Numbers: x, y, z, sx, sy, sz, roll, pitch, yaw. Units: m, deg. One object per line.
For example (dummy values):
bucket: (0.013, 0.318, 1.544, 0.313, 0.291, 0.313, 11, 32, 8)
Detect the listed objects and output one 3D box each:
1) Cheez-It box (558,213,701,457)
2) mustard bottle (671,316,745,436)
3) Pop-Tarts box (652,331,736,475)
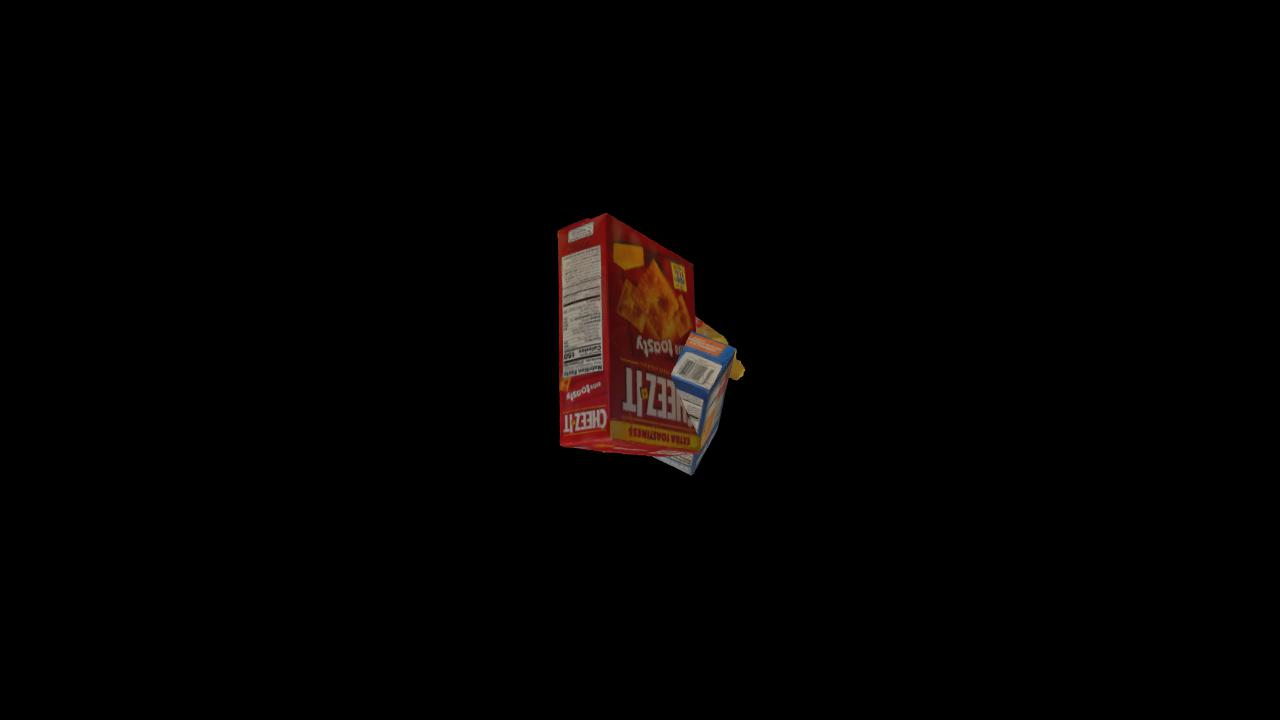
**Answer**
Cheez-It box: (-0.007, -0.016, 0.637, 0.071, 0.223, 0.166, -11, -17, 34)
mustard bottle: (0.052, -0.035, 0.762, 0.184, 0.054, 0.092, 38, 10, 11)
Pop-Tarts box: (0.010, 0.029, 0.710, 0.167, 0.141, 0.083, 23, 45, 19)
